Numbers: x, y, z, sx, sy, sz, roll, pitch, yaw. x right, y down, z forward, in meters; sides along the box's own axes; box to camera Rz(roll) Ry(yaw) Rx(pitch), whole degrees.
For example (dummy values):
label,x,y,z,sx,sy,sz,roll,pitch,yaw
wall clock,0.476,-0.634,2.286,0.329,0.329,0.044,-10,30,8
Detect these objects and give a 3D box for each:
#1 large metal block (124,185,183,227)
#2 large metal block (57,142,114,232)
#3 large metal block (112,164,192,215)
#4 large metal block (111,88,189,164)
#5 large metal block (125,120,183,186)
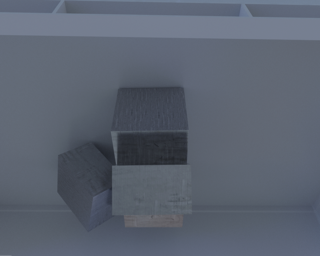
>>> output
label,x,y,z,sx,sy,sz,roll,pitch,yaw
large metal block,-0.009,0.095,0.451,0.081,0.080,0.050,0,130,-1
large metal block,-0.097,0.080,0.427,0.050,0.080,0.079,-25,144,-39
large metal block,-0.008,0.066,0.353,0.081,0.080,0.050,-1,85,0
large metal block,-0.010,-0.004,0.366,0.081,0.080,0.050,-1,130,0
large metal block,-0.010,0.034,0.422,0.081,0.050,0.079,-1,130,0
